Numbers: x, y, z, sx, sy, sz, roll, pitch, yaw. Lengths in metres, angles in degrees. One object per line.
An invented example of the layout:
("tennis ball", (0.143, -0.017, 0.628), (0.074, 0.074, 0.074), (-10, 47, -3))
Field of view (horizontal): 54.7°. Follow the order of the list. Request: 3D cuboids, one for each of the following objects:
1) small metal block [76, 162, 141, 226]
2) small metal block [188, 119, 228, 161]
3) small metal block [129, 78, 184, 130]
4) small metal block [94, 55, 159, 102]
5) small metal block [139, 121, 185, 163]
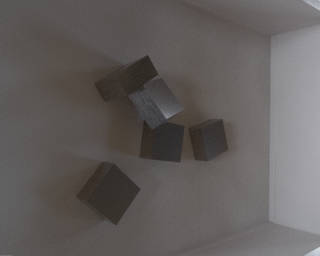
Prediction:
("small metal block", (-0.058, 0.075, 0.358), (0.050, 0.025, 0.050), (50, 61, -28))
("small metal block", (0.074, 0.017, 0.468), (0.050, 0.025, 0.050), (-22, 104, -38))
("small metal block", (-0.004, -0.031, 0.381), (0.050, 0.025, 0.050), (55, 32, 3))
("small metal block", (-0.039, -0.056, 0.356), (0.050, 0.050, 0.025), (-40, 110, -33))
("small metal block", (0.003, 0.018, 0.409), (0.050, 0.025, 0.050), (11, 83, -40))
